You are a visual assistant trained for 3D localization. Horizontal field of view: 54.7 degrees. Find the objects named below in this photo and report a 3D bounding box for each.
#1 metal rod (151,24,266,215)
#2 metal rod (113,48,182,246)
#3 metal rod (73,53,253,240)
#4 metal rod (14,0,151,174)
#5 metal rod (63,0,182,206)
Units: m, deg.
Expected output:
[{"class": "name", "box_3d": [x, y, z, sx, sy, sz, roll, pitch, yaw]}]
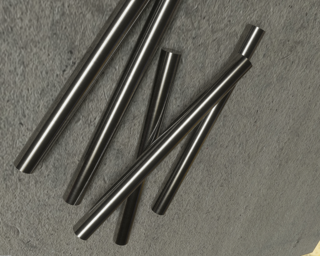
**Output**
[{"class": "metal rod", "box_3d": [0.060, 0.000, 0.439, 0.025, 0.025, 0.298, 14, 111, -34]}, {"class": "metal rod", "box_3d": [-0.023, 0.042, 0.419, 0.025, 0.025, 0.298, 1, 118, -29]}, {"class": "metal rod", "box_3d": [0.002, 0.025, 0.389, 0.300, 0.025, 0.025, -46, 129, 2]}, {"class": "metal rod", "box_3d": [-0.065, -0.075, 0.324, 0.025, 0.025, 0.299, 29, 102, -38]}, {"class": "metal rod", "box_3d": [-0.045, -0.034, 0.360, 0.025, 0.025, 0.298, 17, 109, -35]}]
